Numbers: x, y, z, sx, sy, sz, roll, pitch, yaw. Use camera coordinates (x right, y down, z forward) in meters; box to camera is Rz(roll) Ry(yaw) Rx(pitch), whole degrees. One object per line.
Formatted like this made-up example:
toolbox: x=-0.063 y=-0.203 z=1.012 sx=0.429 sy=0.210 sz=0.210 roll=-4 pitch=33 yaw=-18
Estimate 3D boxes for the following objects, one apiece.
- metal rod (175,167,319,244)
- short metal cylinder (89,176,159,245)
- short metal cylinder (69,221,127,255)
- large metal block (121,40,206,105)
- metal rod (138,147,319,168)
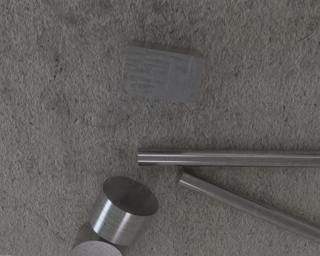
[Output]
metal rod: x=0.163 y=0.128 z=0.458 sx=0.301 sy=0.025 sz=0.025 roll=24 pitch=108 yaw=-9
short metal cylinder: x=-0.049 y=0.110 z=0.421 sx=0.080 sy=0.080 sz=0.050 roll=24 pitch=108 yaw=-9
short metal cylinder: x=-0.091 y=0.184 z=0.463 sx=0.081 sy=0.050 sz=0.079 roll=0 pitch=110 yaw=0
large metal block: x=0.003 y=-0.067 z=0.356 sx=0.081 sy=0.080 sz=0.050 roll=8 pitch=110 yaw=-3
metal rod: x=0.122 y=0.041 z=0.426 sx=0.302 sy=0.025 sz=0.025 roll=1 pitch=110 yaw=-1
